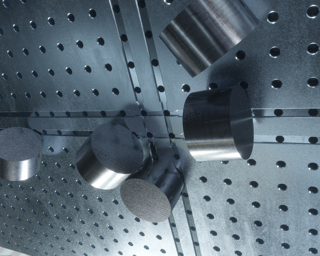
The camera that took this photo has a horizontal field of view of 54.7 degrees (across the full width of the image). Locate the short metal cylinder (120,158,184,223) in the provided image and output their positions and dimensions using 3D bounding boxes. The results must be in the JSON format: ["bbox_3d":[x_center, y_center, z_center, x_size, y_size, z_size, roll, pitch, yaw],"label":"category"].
[{"bbox_3d":[-0.011,0.092,0.458,0.080,0.050,0.079,13,124,21],"label":"short metal cylinder"}]

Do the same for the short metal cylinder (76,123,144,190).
[{"bbox_3d":[-0.071,0.040,0.438,0.080,0.080,0.050,45,129,-3],"label":"short metal cylinder"}]

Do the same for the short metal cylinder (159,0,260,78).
[{"bbox_3d":[0.046,-0.093,0.294,0.050,0.080,0.080,50,129,-7],"label":"short metal cylinder"}]

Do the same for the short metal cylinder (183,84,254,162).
[{"bbox_3d":[0.066,-0.004,0.339,0.050,0.080,0.080,-7,115,31],"label":"short metal cylinder"}]

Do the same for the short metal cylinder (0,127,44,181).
[{"bbox_3d":[-0.245,0.044,0.532,0.080,0.080,0.050,30,128,9],"label":"short metal cylinder"}]
